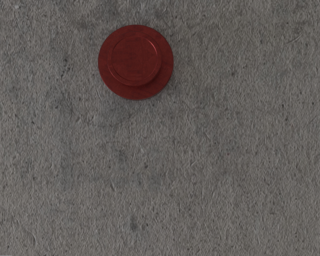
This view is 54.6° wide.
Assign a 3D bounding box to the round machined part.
[{"bbox_3d":[-0.031,-0.086,0.401,0.099,0.042,0.097,0,90,0],"label":"round machined part"}]
